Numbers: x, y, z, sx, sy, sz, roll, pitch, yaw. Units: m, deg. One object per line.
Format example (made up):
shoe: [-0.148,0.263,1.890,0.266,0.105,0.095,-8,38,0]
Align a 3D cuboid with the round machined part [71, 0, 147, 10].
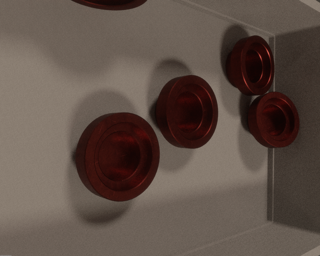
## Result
round machined part: [-0.058,-0.160,0.312,0.099,0.098,0.042,6,86,-40]

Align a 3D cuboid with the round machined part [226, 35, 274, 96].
round machined part: [0.149,-0.103,0.523,0.099,0.042,0.097,0,90,-40]

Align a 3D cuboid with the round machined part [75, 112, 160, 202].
round machined part: [-0.051,0.031,0.354,0.099,0.042,0.097,0,90,-40]

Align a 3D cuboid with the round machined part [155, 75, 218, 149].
round machined part: [0.032,-0.021,0.425,0.099,0.042,0.097,0,90,-40]

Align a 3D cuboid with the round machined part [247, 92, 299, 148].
round machined part: [0.195,-0.013,0.551,0.099,0.042,0.097,4,81,-23]
